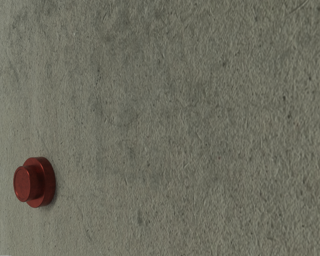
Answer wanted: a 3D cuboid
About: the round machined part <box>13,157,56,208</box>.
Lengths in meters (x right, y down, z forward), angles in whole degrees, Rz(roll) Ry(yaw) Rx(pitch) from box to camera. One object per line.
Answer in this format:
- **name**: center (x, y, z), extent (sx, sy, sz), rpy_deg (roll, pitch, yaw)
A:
- **round machined part**: center (-0.247, 0.106, 0.599), extent (0.098, 0.042, 0.097), rpy_deg (0, 90, 40)
